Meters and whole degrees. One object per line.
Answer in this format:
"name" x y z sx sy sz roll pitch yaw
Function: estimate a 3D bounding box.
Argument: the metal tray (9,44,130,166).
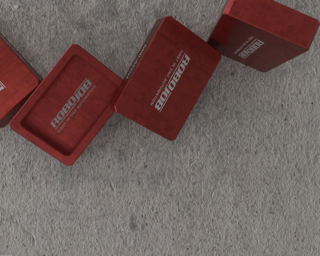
"metal tray" -0.111 -0.029 0.396 0.090 0.030 0.130 38 90 -14

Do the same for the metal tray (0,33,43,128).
"metal tray" -0.227 -0.075 0.405 0.090 0.030 0.130 -43 90 0

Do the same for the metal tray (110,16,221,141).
"metal tray" 0.008 -0.060 0.391 0.090 0.030 0.130 29 90 -23

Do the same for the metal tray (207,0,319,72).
"metal tray" 0.107 -0.106 0.358 0.090 0.130 0.030 23 90 0
